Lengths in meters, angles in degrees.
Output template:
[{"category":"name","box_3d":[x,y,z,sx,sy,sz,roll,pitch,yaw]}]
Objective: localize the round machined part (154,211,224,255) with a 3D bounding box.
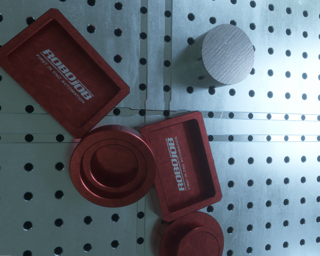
[{"category":"round machined part","box_3d":[0.046,0.163,0.422,0.099,0.042,0.097,0,90,-21]}]

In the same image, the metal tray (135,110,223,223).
[{"category":"metal tray","box_3d":[0.026,0.049,0.420,0.091,0.030,0.129,-17,96,-20]}]

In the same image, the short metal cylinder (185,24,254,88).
[{"category":"short metal cylinder","box_3d":[0.082,-0.097,0.431,0.081,0.050,0.079,0,90,-21]}]

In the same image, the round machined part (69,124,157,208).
[{"category":"round machined part","box_3d":[-0.054,0.042,0.372,0.099,0.042,0.097,-1,107,-4]}]

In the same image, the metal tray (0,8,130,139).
[{"category":"metal tray","box_3d":[-0.112,-0.062,0.368,0.090,0.030,0.130,-46,105,-14]}]
